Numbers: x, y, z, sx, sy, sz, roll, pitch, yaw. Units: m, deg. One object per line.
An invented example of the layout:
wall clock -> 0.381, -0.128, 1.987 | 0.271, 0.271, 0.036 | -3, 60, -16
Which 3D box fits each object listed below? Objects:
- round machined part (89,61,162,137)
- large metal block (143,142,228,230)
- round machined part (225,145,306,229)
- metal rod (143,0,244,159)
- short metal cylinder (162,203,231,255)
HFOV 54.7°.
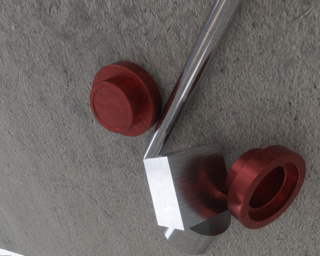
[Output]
round machined part -> -0.050, -0.032, 0.395 | 0.098, 0.042, 0.097 | 16, 123, 27
large metal block -> 0.035, 0.066, 0.370 | 0.050, 0.081, 0.080 | -15, 87, 55
round machined part -> 0.113, 0.062, 0.350 | 0.042, 0.099, 0.097 | 40, 141, 49
metal rod -> 0.039, -0.065, 0.346 | 0.025, 0.025, 0.298 | 32, 129, 7
short metal cylinder -> 0.049, 0.122, 0.421 | 0.080, 0.080, 0.050 | 29, 129, 9
